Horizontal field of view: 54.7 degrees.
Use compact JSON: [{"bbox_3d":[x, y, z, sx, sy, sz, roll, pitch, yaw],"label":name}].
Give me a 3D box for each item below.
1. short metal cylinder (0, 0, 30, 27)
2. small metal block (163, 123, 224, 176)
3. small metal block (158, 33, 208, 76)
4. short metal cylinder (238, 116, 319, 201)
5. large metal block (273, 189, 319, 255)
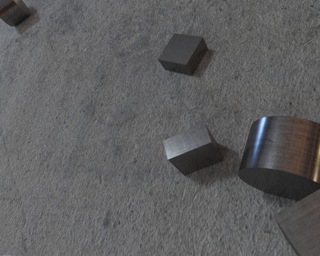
[{"bbox_3d":[-0.355,-0.287,0.727,0.050,0.080,0.080,-35,52,5],"label":"short metal cylinder"},{"bbox_3d":[0.039,0.026,0.351,0.050,0.050,0.025,-24,53,13],"label":"small metal block"},{"bbox_3d":[0.034,-0.108,0.451,0.050,0.025,0.050,20,72,35],"label":"small metal block"},{"bbox_3d":[0.119,0.030,0.287,0.080,0.080,0.050,8,66,31],"label":"short metal cylinder"},{"bbox_3d":[0.137,0.099,0.236,0.050,0.080,0.080,-33,52,6],"label":"large metal block"}]
